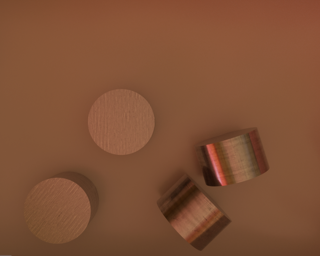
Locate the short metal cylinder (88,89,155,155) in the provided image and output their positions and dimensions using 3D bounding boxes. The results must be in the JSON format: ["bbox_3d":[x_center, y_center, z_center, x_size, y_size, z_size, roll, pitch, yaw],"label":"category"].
[{"bbox_3d":[-0.047,-0.007,0.398,0.081,0.050,0.080,0,90,0],"label":"short metal cylinder"}]

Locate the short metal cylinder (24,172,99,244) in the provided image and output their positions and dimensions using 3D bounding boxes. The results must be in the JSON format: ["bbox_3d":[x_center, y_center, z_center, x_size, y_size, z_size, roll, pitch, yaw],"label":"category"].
[{"bbox_3d":[-0.124,0.100,0.398,0.081,0.050,0.080,0,90,0],"label":"short metal cylinder"}]

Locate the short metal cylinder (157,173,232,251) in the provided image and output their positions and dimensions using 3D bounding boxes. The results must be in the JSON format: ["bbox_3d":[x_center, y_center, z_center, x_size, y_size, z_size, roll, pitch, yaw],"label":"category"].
[{"bbox_3d":[0.042,0.102,0.384,0.050,0.080,0.080,-45,90,0],"label":"short metal cylinder"}]

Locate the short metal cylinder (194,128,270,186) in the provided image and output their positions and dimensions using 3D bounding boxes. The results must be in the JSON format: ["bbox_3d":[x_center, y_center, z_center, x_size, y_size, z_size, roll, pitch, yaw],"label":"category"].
[{"bbox_3d":[0.088,0.035,0.384,0.080,0.080,0.050,-17,90,0],"label":"short metal cylinder"}]
